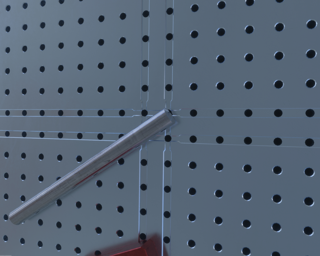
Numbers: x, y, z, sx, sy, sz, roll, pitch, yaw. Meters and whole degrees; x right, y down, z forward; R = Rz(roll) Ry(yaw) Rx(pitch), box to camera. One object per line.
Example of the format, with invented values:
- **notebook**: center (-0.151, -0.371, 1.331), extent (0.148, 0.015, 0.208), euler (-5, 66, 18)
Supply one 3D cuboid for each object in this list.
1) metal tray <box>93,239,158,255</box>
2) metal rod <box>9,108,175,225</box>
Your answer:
- **metal tray**: center (-0.057, 0.218, 0.429), extent (0.130, 0.030, 0.090), euler (-23, 83, 18)
- **metal rod**: center (-0.107, 0.063, 0.449), extent (0.300, 0.025, 0.025), euler (-33, 80, 16)
